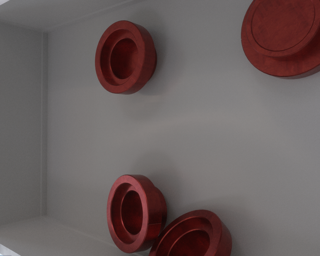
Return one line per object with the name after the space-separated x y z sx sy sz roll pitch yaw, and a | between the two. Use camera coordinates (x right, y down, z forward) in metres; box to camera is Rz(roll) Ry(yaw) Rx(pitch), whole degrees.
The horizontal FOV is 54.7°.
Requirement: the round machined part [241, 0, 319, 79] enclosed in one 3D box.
0.122 -0.098 0.295 0.098 0.042 0.097 0 90 40 | round machined part

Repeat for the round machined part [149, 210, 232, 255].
0.037 0.142 0.342 0.098 0.098 0.042 -25 112 37 | round machined part

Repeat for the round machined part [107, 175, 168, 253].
-0.028 0.111 0.410 0.098 0.042 0.098 -11 76 50 | round machined part

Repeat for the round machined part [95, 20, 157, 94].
-0.043 -0.095 0.431 0.098 0.042 0.097 0 90 40 | round machined part
